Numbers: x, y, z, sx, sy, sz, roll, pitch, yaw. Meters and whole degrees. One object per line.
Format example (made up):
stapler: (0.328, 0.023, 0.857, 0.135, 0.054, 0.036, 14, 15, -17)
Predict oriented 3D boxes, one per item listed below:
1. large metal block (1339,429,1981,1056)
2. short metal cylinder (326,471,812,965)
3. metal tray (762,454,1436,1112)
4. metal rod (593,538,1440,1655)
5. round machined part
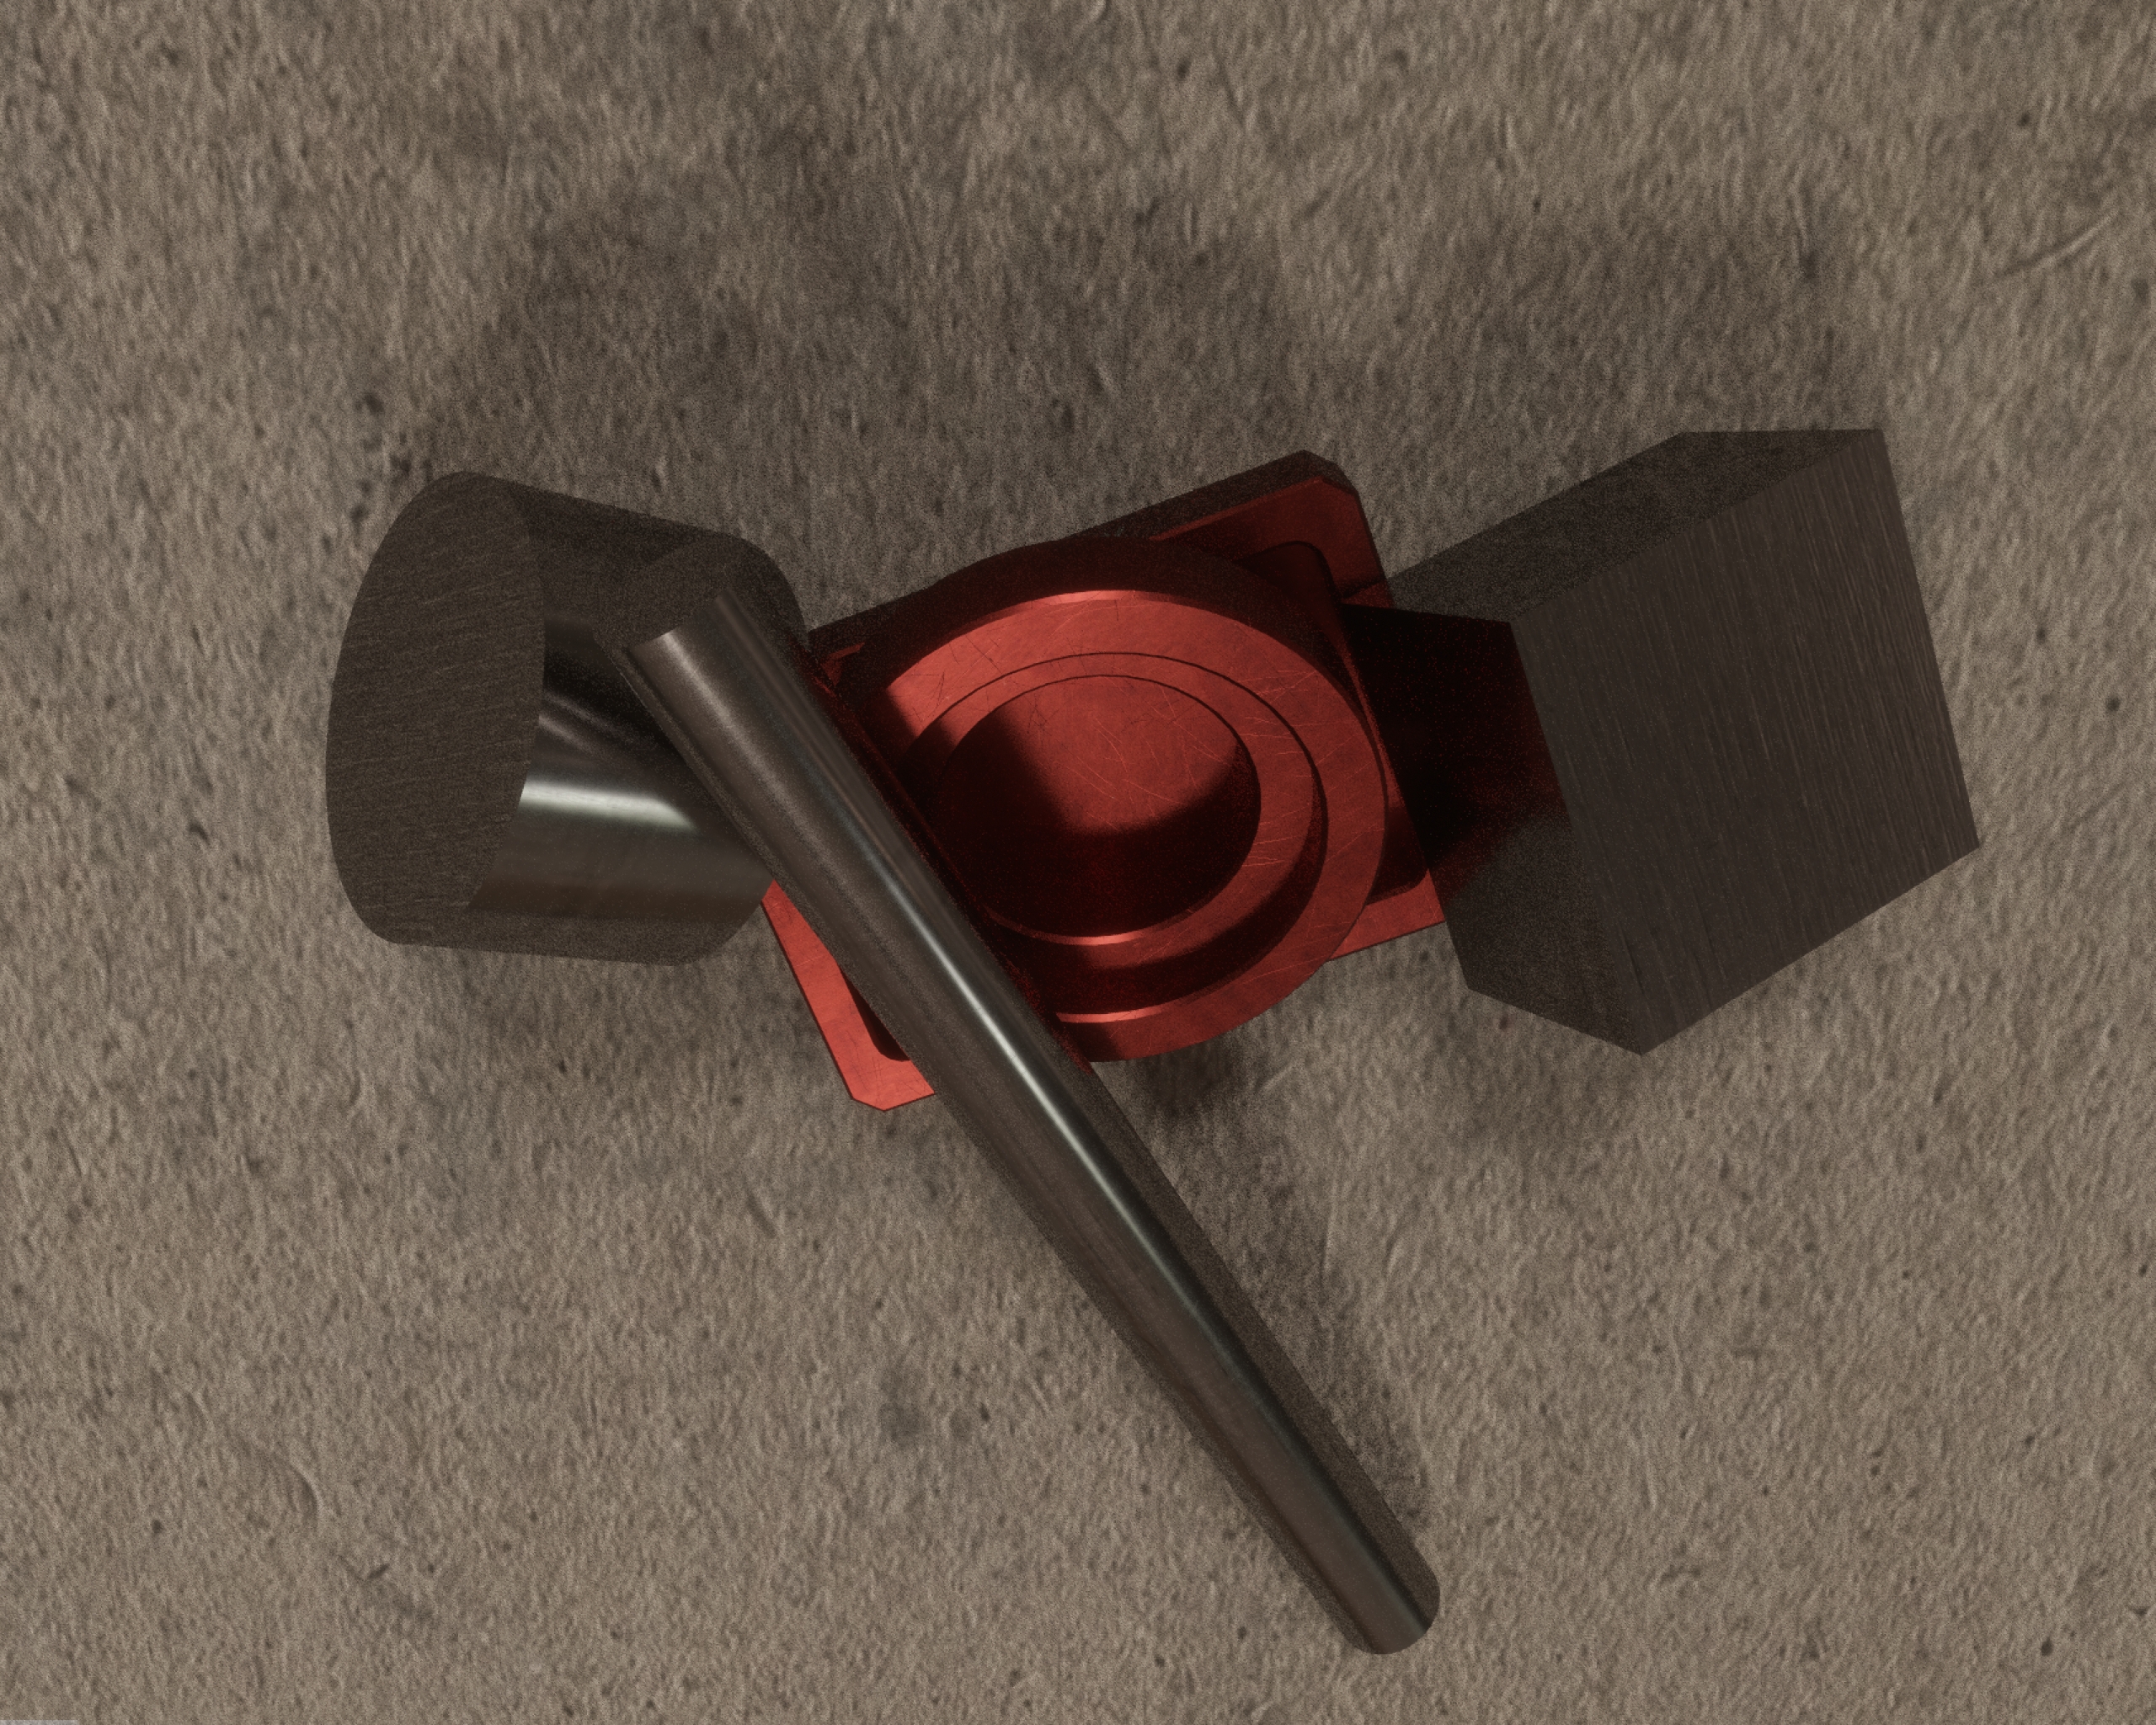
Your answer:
large metal block: (0.104, -0.024, 0.372, 0.081, 0.050, 0.080, -28, 110, -18)
short metal cylinder: (-0.090, -0.023, 0.365, 0.050, 0.080, 0.079, 8, 115, -42)
metal tray: (0.002, -0.015, 0.403, 0.131, 0.030, 0.090, -19, 109, 6)
metal rod: (0.005, 0.065, 0.388, 0.025, 0.025, 0.299, -26, 126, 9)
round machined part: (0.003, -0.014, 0.371, 0.099, 0.042, 0.097, -3, 126, -4)
